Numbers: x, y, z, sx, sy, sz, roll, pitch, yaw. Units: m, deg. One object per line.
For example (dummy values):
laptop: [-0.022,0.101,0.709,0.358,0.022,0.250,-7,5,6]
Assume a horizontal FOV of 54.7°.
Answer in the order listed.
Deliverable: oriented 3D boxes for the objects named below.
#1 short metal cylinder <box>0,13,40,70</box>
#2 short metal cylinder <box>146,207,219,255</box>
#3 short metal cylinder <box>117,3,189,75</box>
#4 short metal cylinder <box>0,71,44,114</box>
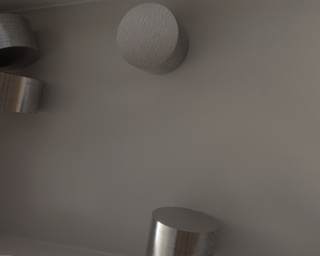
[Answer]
short metal cylinder: [-0.226,-0.125,0.459,0.080,0.080,0.050,-20,84,18]
short metal cylinder: [0.026,0.133,0.371,0.080,0.080,0.050,10,94,19]
short metal cylinder: [-0.008,-0.112,0.399,0.080,0.050,0.079,0,90,19]
short metal cylinder: [-0.218,-0.055,0.456,0.080,0.080,0.050,15,95,19]
